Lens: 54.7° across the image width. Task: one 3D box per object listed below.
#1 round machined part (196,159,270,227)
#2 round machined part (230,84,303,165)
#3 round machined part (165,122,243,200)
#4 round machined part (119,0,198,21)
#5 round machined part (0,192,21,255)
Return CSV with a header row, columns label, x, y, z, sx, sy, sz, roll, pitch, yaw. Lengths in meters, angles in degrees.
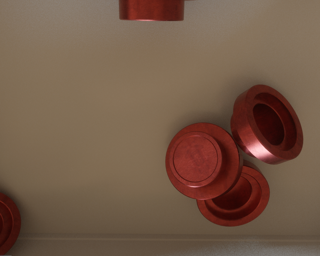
label,x,y,z,sx,sy,sz,roll,pitch,yaw
round machined part,0.098,0.085,0.434,0.099,0.042,0.097,0,110,0
round machined part,0.127,-0.001,0.383,0.098,0.098,0.042,38,142,-13
round machined part,0.051,0.040,0.390,0.098,0.042,0.098,-6,77,25
round machined part,-0.008,-0.134,0.323,0.099,0.098,0.042,1,110,-1
round machined part,-0.251,0.138,0.431,0.042,0.098,0.098,-25,112,44
